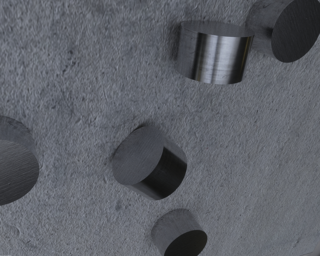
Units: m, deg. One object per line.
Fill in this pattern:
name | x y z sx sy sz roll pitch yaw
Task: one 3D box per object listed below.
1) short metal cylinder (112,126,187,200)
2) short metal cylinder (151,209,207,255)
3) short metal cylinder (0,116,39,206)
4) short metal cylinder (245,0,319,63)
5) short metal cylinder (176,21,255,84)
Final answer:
short metal cylinder | -0.013 0.044 0.391 0.080 0.080 0.050 -46 129 4
short metal cylinder | 0.032 0.184 0.521 0.081 0.050 0.079 -14 124 -21
short metal cylinder | -0.170 0.033 0.318 0.081 0.050 0.079 -14 124 -21
short metal cylinder | 0.157 -0.130 0.396 0.081 0.050 0.079 -14 124 -21
short metal cylinder | 0.061 -0.088 0.350 0.081 0.080 0.050 -8 122 -24
